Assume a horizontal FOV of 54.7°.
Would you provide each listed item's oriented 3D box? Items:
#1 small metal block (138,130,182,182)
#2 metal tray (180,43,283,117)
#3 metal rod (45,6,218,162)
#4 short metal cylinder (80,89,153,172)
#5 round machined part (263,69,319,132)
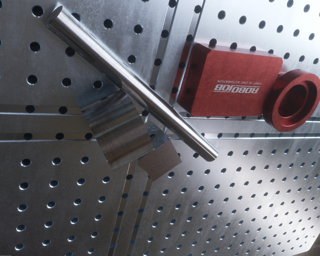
[{"bbox_3d":[-0.003,0.040,0.436,0.050,0.025,0.050,-34,129,-6],"label":"small metal block"},{"bbox_3d":[0.099,-0.062,0.426,0.131,0.030,0.089,-2,119,-28],"label":"metal tray"},{"bbox_3d":[-0.010,-0.032,0.387,0.025,0.025,0.301,-47,130,4],"label":"metal rod"},{"bbox_3d":[-0.049,0.003,0.352,0.050,0.080,0.080,-27,128,-11],"label":"short metal cylinder"},{"bbox_3d":[0.199,-0.046,0.483,0.099,0.042,0.097,-14,125,-21],"label":"round machined part"}]
